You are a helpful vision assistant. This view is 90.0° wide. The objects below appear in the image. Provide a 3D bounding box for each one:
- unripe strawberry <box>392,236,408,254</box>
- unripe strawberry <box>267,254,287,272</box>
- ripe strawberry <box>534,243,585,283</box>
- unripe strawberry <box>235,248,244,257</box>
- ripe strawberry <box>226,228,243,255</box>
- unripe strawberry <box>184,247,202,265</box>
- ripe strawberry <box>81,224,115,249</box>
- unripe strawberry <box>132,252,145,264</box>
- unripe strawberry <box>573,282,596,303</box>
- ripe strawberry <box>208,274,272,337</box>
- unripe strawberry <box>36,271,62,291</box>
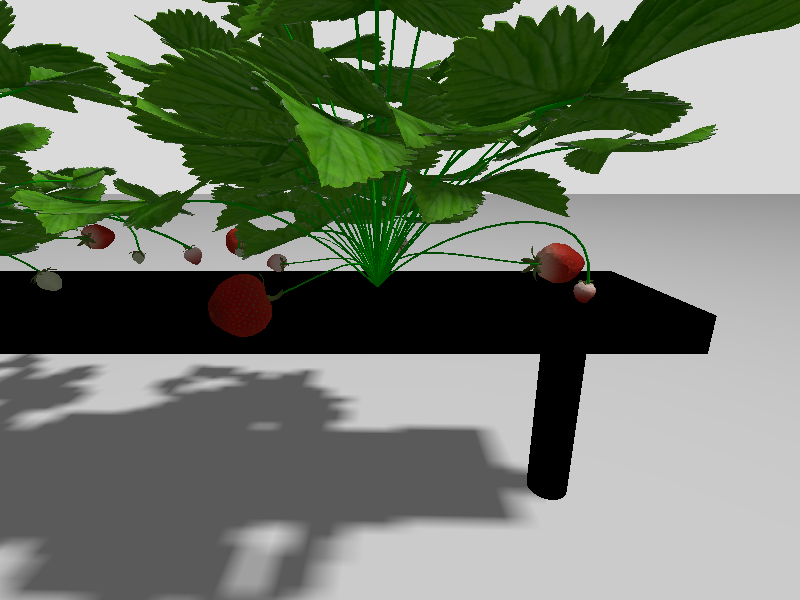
[{"bbox_3d":[0.000,-0.072,0.528,0.022,0.024,0.024,2,3,6],"label":"unripe strawberry"},{"bbox_3d":[-0.129,-0.039,0.418,0.019,0.019,0.021,9,18,28],"label":"unripe strawberry"},{"bbox_3d":[0.147,-0.034,0.368,0.043,0.037,0.043,-1,16,-4],"label":"ripe strawberry"},{"bbox_3d":[-0.188,-0.056,0.468,0.010,0.011,0.011,11,20,33],"label":"unripe strawberry"},{"bbox_3d":[-0.209,-0.076,0.515,0.034,0.036,0.031,13,21,39],"label":"ripe strawberry"},{"bbox_3d":[-0.238,-0.050,0.464,0.019,0.020,0.018,-27,25,-17],"label":"unripe strawberry"},{"bbox_3d":[-0.418,-0.088,0.557,0.038,0.034,0.035,4,16,13],"label":"ripe strawberry"},{"bbox_3d":[-0.302,-0.049,0.462,0.013,0.014,0.015,-10,19,-31],"label":"unripe strawberry"},{"bbox_3d":[0.143,-0.005,0.312,0.016,0.016,0.015,5,17,16],"label":"unripe strawberry"},{"bbox_3d":[-0.097,0.004,0.240,0.033,0.038,0.036,10,20,31],"label":"ripe strawberry"},{"bbox_3d":[-0.303,-0.016,0.347,0.016,0.018,0.018,-40,10,14],"label":"unripe strawberry"}]
